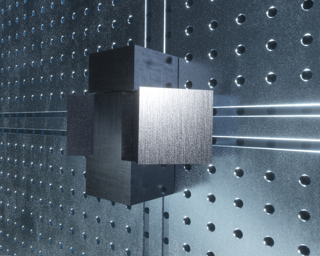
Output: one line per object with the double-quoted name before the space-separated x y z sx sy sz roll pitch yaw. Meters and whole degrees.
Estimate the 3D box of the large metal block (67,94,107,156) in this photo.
"large metal block" -0.095 -0.005 0.441 0.050 0.080 0.079 0 91 0

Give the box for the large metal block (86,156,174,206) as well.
"large metal block" -0.038 0.061 0.401 0.080 0.081 0.050 2 91 39

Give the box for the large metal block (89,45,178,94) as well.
"large metal block" -0.034 -0.068 0.398 0.080 0.081 0.050 2 91 39

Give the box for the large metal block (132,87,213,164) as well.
"large metal block" 0.012 -0.002 0.351 0.050 0.081 0.079 -177 88 -77

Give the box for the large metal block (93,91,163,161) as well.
"large metal block" -0.037 -0.003 0.401 0.050 0.081 0.079 1 91 40
